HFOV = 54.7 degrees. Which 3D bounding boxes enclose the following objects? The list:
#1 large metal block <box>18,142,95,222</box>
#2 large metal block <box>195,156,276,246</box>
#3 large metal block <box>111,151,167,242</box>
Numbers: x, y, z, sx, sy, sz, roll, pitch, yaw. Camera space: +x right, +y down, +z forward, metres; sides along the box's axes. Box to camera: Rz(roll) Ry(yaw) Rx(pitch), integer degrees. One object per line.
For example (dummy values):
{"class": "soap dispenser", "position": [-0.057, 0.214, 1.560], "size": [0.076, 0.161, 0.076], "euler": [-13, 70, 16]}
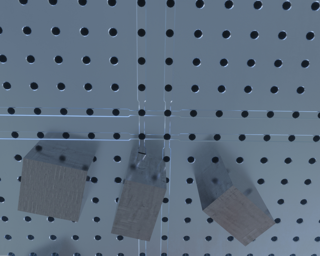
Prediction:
{"class": "large metal block", "position": [-0.141, 0.074, 0.425], "size": [0.081, 0.050, 0.079], "euler": [13, 110, -5]}
{"class": "large metal block", "position": [0.098, 0.097, 0.421], "size": [0.080, 0.080, 0.050], "euler": [42, 105, -14]}
{"class": "large metal block", "position": [-0.027, 0.089, 0.417], "size": [0.050, 0.080, 0.079], "euler": [14, 109, -6]}
